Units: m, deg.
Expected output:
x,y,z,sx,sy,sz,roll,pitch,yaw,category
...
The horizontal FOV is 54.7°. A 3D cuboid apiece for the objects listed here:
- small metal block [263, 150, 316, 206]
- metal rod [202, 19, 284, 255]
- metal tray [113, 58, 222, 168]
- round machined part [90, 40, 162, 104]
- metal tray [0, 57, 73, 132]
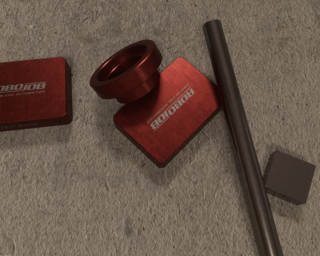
x,y,z,sx,sy,sz,roll,pitch,yaw,category
0.159,0.062,0.387,0.050,0.025,0.050,23,71,7,small metal block
0.099,0.007,0.382,0.025,0.025,0.299,-11,80,-4,metal rod
0.015,-0.023,0.414,0.090,0.030,0.130,42,75,13,metal tray
-0.039,-0.070,0.406,0.098,0.042,0.098,-24,33,17,round machined part
-0.189,-0.045,0.420,0.131,0.030,0.090,-6,70,-3,metal tray
